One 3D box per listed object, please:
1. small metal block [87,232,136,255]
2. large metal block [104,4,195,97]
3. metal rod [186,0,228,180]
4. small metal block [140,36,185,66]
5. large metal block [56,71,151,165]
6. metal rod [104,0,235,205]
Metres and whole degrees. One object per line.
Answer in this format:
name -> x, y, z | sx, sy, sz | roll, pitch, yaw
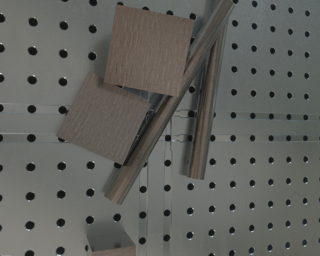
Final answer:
small metal block -> -0.060, 0.150, 0.377 | 0.050, 0.050, 0.025 | -1, 91, -20
large metal block -> -0.011, -0.083, 0.344 | 0.080, 0.050, 0.079 | 11, 101, 0
metal rod -> 0.073, -0.077, 0.438 | 0.025, 0.025, 0.298 | 10, 87, -20
small metal block -> 0.004, -0.094, 0.392 | 0.050, 0.050, 0.025 | -24, 99, 6
large metal block -> -0.070, -0.010, 0.374 | 0.080, 0.050, 0.080 | 27, 81, -18
metal rod -> 0.015, -0.039, 0.404 | 0.025, 0.025, 0.299 | 32, 85, -18
